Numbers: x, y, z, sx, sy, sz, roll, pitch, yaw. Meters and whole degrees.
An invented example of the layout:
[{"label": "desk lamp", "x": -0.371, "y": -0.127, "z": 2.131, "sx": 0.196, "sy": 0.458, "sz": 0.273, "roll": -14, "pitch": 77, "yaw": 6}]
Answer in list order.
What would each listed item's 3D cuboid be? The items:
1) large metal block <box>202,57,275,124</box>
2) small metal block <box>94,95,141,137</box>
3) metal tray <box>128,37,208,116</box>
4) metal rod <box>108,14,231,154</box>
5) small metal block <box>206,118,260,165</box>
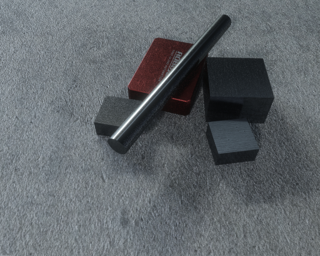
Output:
[{"label": "large metal block", "x": 0.105, "y": -0.054, "z": 0.433, "sx": 0.081, "sy": 0.050, "sz": 0.080, "roll": 2, "pitch": 50, "yaw": 1}, {"label": "small metal block", "x": -0.054, "y": -0.014, "z": 0.414, "sx": 0.050, "sy": 0.025, "sz": 0.050, "roll": 9, "pitch": 51, "yaw": 7}, {"label": "metal tray", "x": 0.016, "y": -0.082, "z": 0.469, "sx": 0.090, "sy": 0.030, "sz": 0.130, "roll": 14, "pitch": 51, "yaw": 11}, {"label": "metal rod", "x": 0.029, "y": -0.078, "z": 0.429, "sx": 0.025, "sy": 0.025, "sz": 0.301, "roll": 25, "pitch": 54, "yaw": 19}, {"label": "small metal block", "x": 0.090, "y": 0.017, "z": 0.390, "sx": 0.050, "sy": 0.025, "sz": 0.050, "roll": -6, "pitch": 50, "yaw": -6}]
